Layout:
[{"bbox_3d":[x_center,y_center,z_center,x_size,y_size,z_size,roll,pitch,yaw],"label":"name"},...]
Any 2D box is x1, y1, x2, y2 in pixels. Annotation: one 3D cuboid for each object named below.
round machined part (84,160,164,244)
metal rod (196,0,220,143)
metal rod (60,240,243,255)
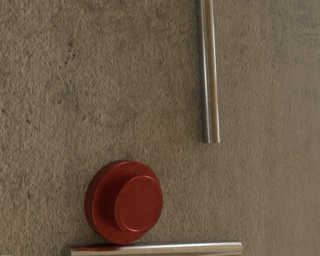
[{"bbox_3d":[-0.035,0.088,0.366,0.099,0.042,0.097,0,90,-40],"label":"round machined part"},{"bbox_3d":[0.070,-0.127,0.465,0.025,0.025,0.298,-6,94,-40],"label":"metal rod"},{"bbox_3d":[0.014,0.167,0.418,0.302,0.025,0.025,16,80,-39],"label":"metal rod"}]
